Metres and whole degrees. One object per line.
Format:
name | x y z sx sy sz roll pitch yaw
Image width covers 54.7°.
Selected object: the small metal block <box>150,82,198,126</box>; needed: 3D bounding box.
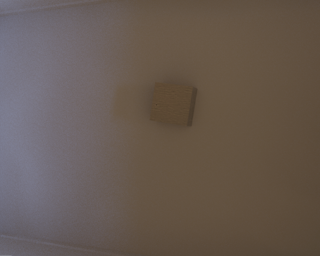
small metal block | 0.018 -0.031 0.404 0.050 0.025 0.050 10 93 19
